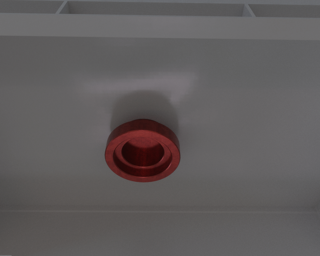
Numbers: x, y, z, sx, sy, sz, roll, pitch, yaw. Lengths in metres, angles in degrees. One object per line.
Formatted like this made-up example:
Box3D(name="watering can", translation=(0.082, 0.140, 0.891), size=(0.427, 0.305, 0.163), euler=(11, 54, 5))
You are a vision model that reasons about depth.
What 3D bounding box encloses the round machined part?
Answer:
Box3D(name="round machined part", translation=(-0.023, 0.026, 0.420), size=(0.099, 0.042, 0.097), euler=(0, 130, 0))
